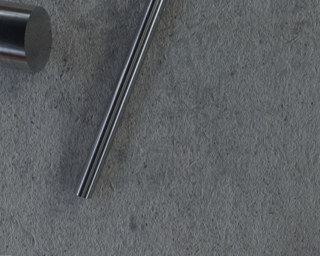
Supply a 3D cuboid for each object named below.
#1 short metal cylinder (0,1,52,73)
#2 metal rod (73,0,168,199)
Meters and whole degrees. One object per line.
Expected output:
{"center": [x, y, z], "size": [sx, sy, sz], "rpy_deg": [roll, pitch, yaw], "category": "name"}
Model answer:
{"center": [-0.173, -0.112, 0.381], "size": [0.050, 0.080, 0.080], "rpy_deg": [9, 90, 0], "category": "short metal cylinder"}
{"center": [-0.049, -0.051, 0.409], "size": [0.025, 0.025, 0.299], "rpy_deg": [21, 90, 0], "category": "metal rod"}
